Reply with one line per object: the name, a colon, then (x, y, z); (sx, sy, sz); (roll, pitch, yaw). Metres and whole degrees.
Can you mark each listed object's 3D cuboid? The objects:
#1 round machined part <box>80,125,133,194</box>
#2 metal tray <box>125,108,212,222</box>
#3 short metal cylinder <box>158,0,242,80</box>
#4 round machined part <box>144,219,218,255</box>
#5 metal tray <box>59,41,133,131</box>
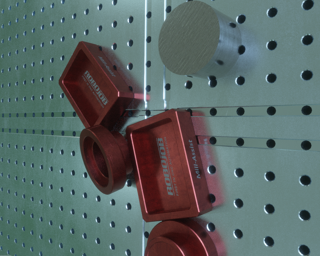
round machined part: (-0.074, 0.041, 0.442); (0.098, 0.042, 0.097); (31, 130, 45)
metal tray: (0.008, 0.049, 0.397); (0.090, 0.030, 0.129); (-20, 78, 38)
short metal cylinder: (0.045, -0.097, 0.354); (0.080, 0.050, 0.079); (0, 90, 39)
round machined part: (0.019, 0.163, 0.381); (0.098, 0.042, 0.097); (0, 90, 39)
metal tray: (-0.105, -0.063, 0.490); (0.090, 0.030, 0.130); (-52, 60, 27)
